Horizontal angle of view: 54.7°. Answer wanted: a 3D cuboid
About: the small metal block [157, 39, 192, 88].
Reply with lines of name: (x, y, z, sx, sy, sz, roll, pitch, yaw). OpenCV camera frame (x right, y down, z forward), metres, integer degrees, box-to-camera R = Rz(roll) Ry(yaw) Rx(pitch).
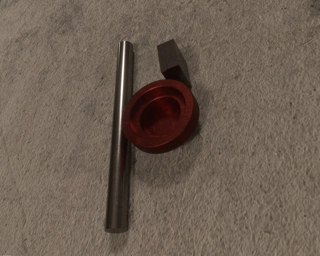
small metal block: (0.020, -0.085, 0.428, 0.025, 0.050, 0.050, -19, 54, 17)

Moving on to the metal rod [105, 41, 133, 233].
metal rod: (-0.054, -0.009, 0.435, 0.025, 0.025, 0.299, -14, 56, 20)

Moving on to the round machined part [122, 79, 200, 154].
round machined part: (0.004, -0.011, 0.396, 0.098, 0.042, 0.098, -13, 56, 20)
